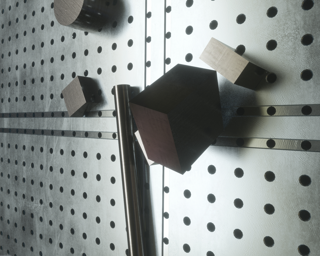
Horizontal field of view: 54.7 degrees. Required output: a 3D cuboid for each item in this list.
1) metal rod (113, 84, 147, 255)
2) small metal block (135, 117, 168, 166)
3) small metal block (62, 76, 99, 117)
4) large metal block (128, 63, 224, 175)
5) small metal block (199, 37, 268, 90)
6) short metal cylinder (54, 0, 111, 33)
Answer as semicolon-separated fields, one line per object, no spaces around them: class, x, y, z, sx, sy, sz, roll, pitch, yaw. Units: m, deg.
metal rod;-0.040;0.087;0.440;0.025;0.025;0.298;-10;84;39
small metal block;0.000;0.015;0.407;0.050;0.025;0.050;-39;67;32
small metal block;-0.134;-0.052;0.517;0.050;0.025;0.050;-33;70;34
large metal block;0.022;-0.012;0.333;0.050;0.080;0.080;20;140;38
small metal block;0.078;-0.067;0.327;0.050;0.050;0.025;45;115;30
short metal cylinder;-0.124;-0.197;0.493;0.080;0.050;0.079;0;90;39
